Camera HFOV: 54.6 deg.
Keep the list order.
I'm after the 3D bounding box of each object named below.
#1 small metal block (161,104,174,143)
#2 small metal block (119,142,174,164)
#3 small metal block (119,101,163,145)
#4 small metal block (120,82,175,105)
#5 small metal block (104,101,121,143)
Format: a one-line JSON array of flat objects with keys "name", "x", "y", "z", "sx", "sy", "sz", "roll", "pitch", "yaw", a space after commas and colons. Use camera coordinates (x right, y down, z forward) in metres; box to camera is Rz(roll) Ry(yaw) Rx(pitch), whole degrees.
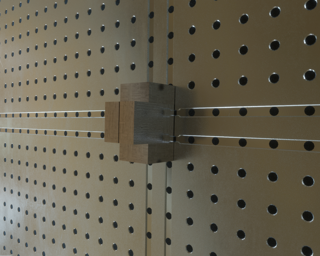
[{"name": "small metal block", "x": -0.009, "y": -0.007, "z": 0.417, "sx": 0.050, "sy": 0.025, "sz": 0.050, "roll": 2, "pitch": 92, "yaw": 41}, {"name": "small metal block", "x": -0.017, "y": 0.030, "z": 0.408, "sx": 0.050, "sy": 0.050, "sz": 0.025, "roll": 2, "pitch": 91, "yaw": 40}, {"name": "small metal block", "x": -0.022, "y": -0.006, "z": 0.380, "sx": 0.025, "sy": 0.050, "sz": 0.050, "roll": 3, "pitch": 92, "yaw": 41}, {"name": "small metal block", "x": -0.016, "y": -0.044, "z": 0.407, "sx": 0.050, "sy": 0.050, "sz": 0.025, "roll": 3, "pitch": 92, "yaw": 40}, {"name": "small metal block", "x": -0.043, "y": -0.007, "z": 0.396, "sx": 0.025, "sy": 0.050, "sz": 0.050, "roll": 2, "pitch": 92, "yaw": 40}]
